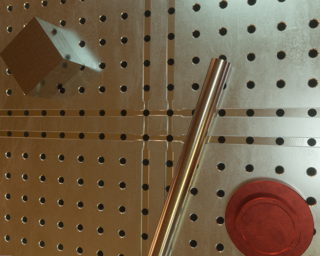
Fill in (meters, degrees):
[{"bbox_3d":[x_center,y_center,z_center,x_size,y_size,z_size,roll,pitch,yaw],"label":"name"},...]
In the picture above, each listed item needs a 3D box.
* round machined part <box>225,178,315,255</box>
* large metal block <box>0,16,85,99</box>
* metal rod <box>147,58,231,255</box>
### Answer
[{"bbox_3d":[0.125,0.110,0.359,0.098,0.042,0.097,0,90,20],"label":"round machined part"},{"bbox_3d":[-0.175,-0.101,0.461,0.080,0.050,0.080,-39,78,16],"label":"large metal block"},{"bbox_3d":[0.032,0.058,0.401,0.025,0.025,0.298,20,96,19],"label":"metal rod"}]
